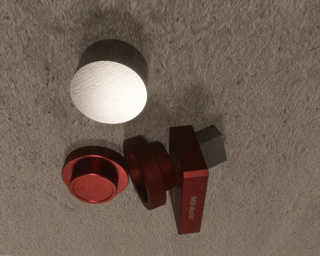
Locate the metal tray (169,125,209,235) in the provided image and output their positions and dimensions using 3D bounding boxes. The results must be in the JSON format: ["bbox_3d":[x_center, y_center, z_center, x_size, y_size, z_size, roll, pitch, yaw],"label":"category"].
[{"bbox_3d":[0.034,0.072,0.424,0.030,0.090,0.129,-6,131,-7],"label":"metal tray"}]

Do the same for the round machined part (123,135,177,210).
[{"bbox_3d":[-0.012,0.056,0.413,0.042,0.098,0.097,-18,133,-18],"label":"round machined part"}]

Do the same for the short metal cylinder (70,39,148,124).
[{"bbox_3d":[-0.054,-0.051,0.346,0.081,0.050,0.079,0,130,0],"label":"short metal cylinder"}]

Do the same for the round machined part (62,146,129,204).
[{"bbox_3d":[-0.096,0.076,0.459,0.099,0.042,0.097,-1,130,0],"label":"round machined part"}]

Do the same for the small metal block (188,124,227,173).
[{"bbox_3d":[0.060,0.030,0.424,0.050,0.025,0.050,-24,129,-7],"label":"small metal block"}]
